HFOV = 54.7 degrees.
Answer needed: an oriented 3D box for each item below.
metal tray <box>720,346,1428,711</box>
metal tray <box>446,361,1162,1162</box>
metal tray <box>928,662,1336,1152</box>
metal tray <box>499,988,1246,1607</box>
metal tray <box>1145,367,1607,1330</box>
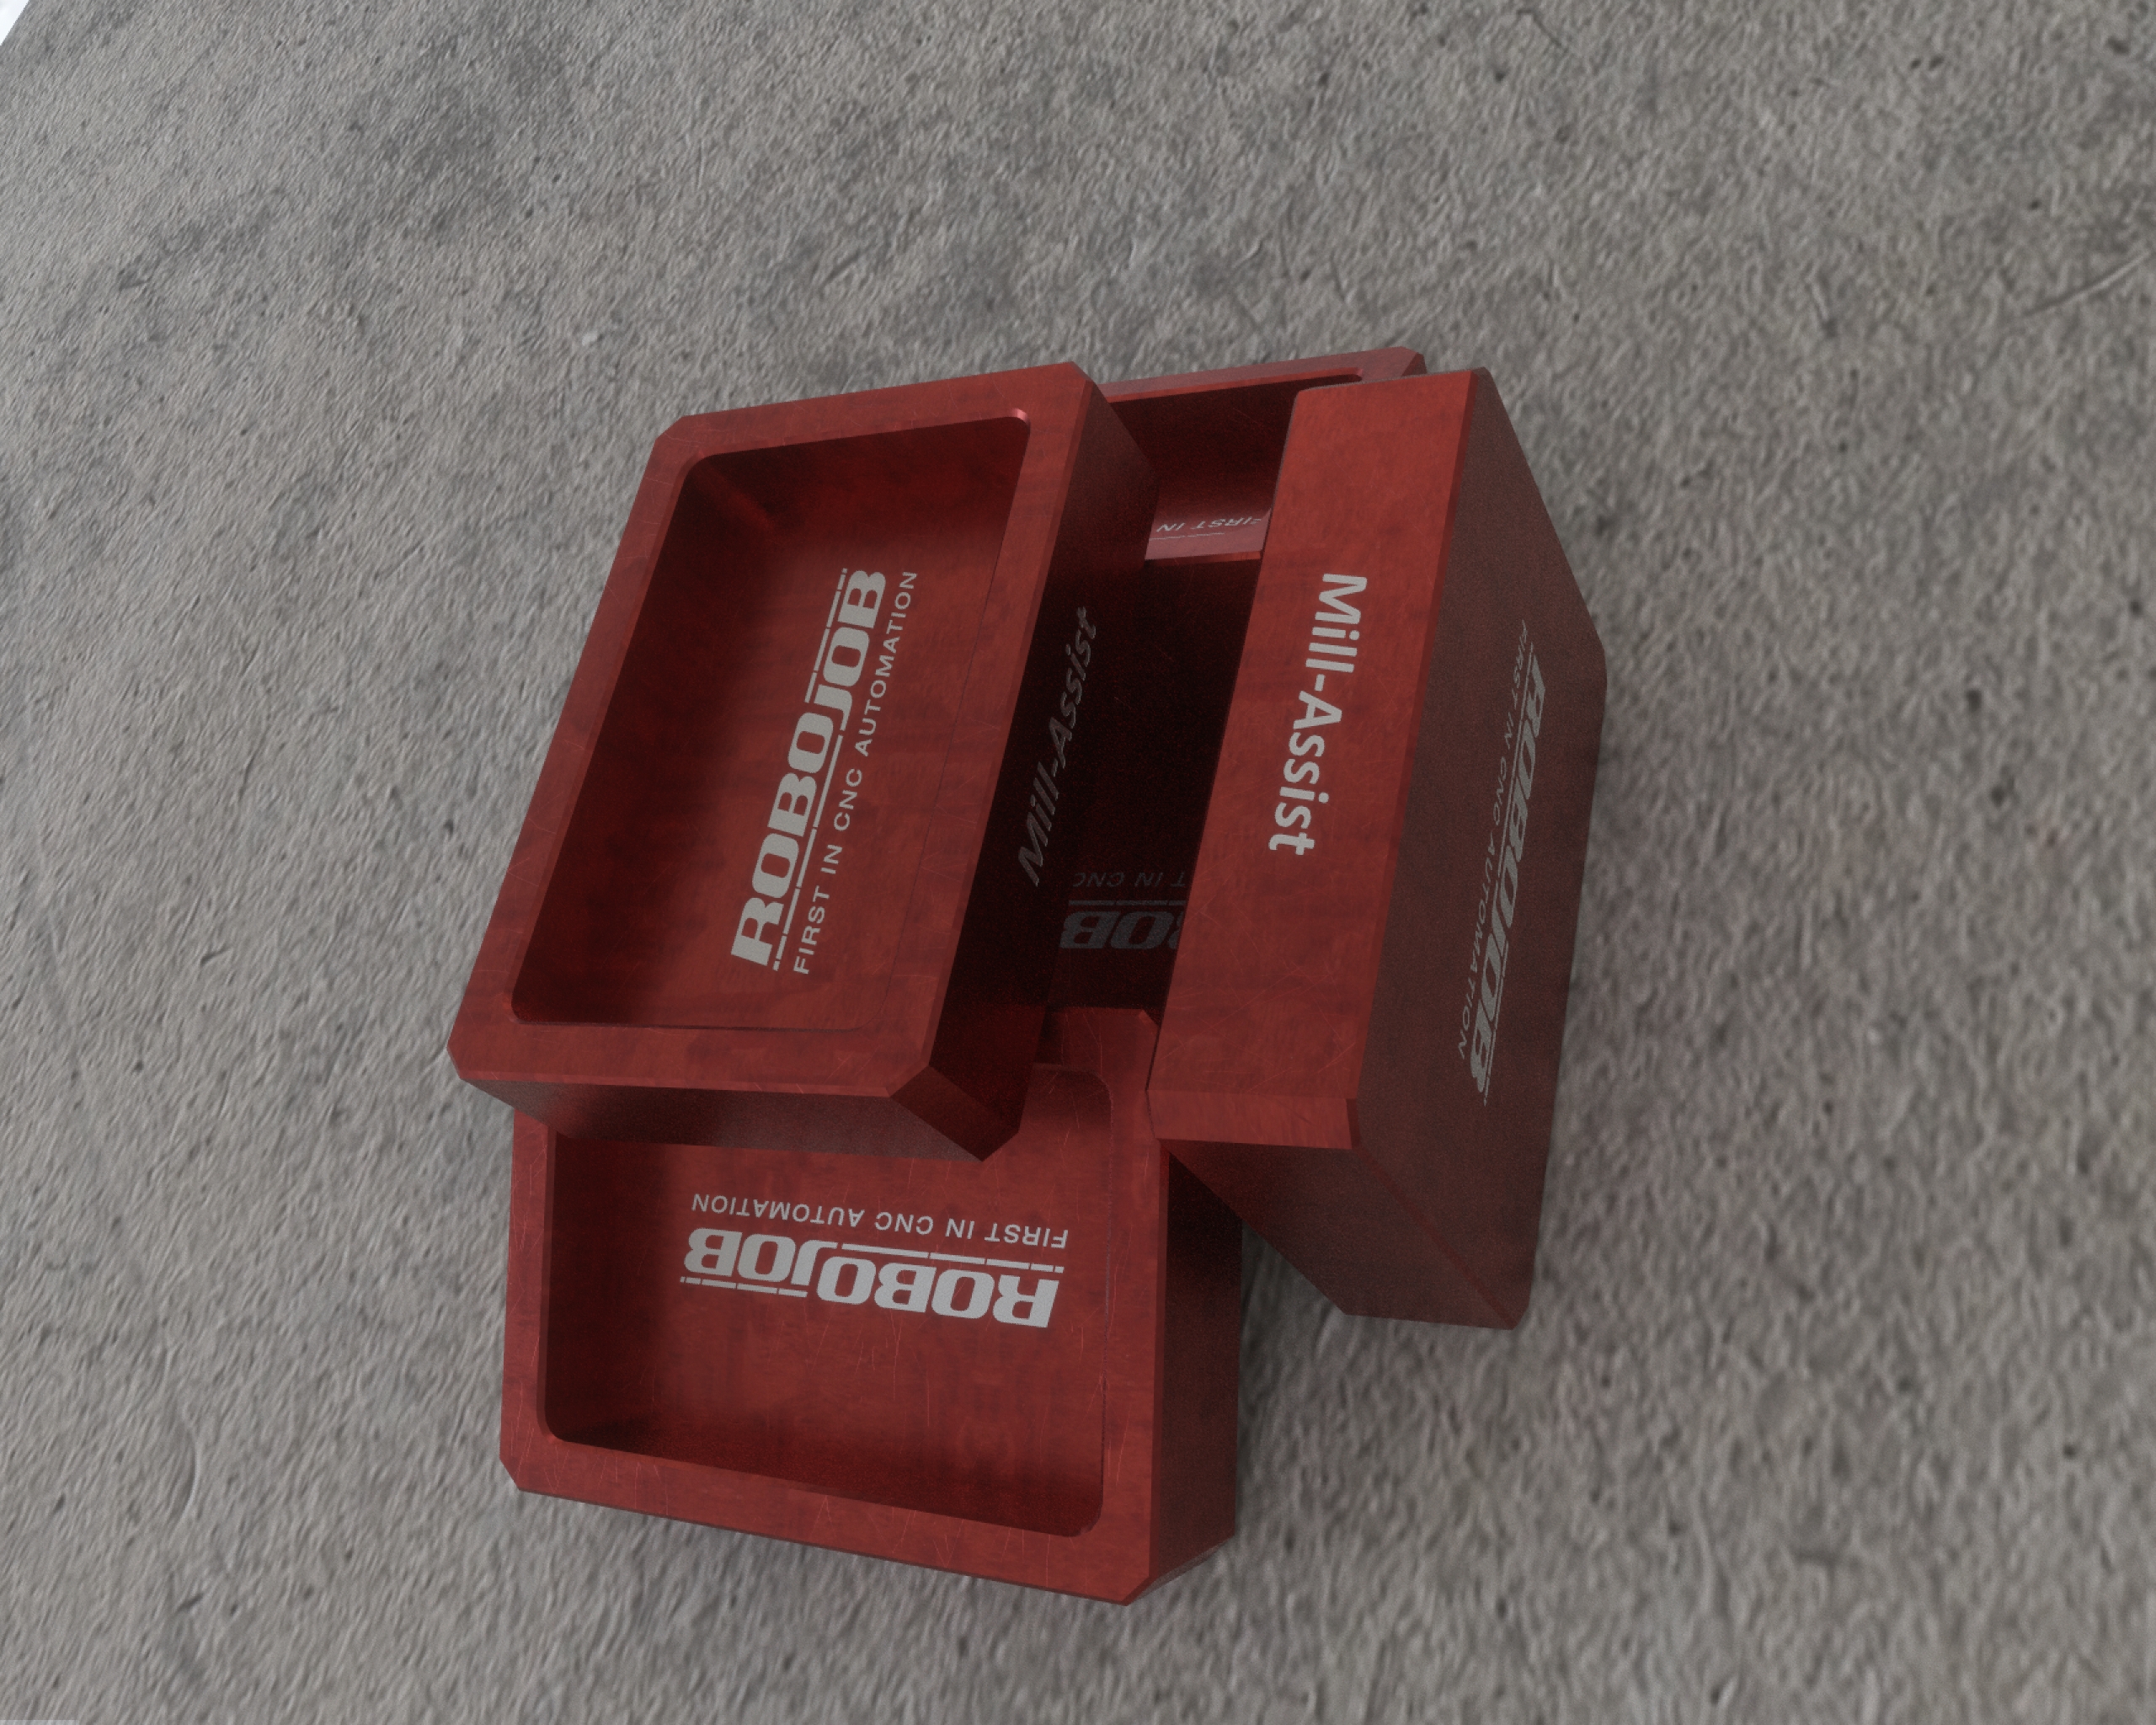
[{"bbox_3d":[-0.001,-0.065,0.416,0.130,0.030,0.090,0,35,28],"label":"metal tray"},{"bbox_3d":[-0.043,-0.018,0.348,0.090,0.030,0.130,-1,63,27],"label":"metal tray"},{"bbox_3d":[-0.006,0.008,0.398,0.130,0.030,0.090,0,61,28],"label":"metal tray"},{"bbox_3d":[-0.038,0.068,0.356,0.130,0.030,0.089,0,87,28],"label":"metal tray"},{"bbox_3d":[0.054,-0.001,0.334,0.030,0.090,0.130,-1,61,28],"label":"metal tray"}]
